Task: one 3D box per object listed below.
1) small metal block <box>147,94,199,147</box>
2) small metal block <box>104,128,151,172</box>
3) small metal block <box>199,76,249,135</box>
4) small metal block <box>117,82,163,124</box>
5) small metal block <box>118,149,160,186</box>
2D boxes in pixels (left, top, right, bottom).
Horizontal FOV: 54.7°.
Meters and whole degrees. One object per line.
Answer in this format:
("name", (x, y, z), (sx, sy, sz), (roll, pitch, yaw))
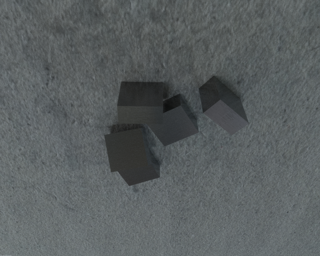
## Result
("small metal block", (0.015, -0.009, 0.400), (0.050, 0.025, 0.050), (-24, 127, 18))
("small metal block", (-0.042, 0.029, 0.414), (0.050, 0.025, 0.050), (-11, 87, 8))
("small metal block", (0.075, -0.027, 0.369), (0.050, 0.050, 0.025), (35, 122, -26))
("small metal block", (-0.022, -0.030, 0.365), (0.050, 0.050, 0.025), (1, 130, -1))
("small metal block", (-0.033, 0.054, 0.453), (0.050, 0.025, 0.050), (-18, 128, 14))
